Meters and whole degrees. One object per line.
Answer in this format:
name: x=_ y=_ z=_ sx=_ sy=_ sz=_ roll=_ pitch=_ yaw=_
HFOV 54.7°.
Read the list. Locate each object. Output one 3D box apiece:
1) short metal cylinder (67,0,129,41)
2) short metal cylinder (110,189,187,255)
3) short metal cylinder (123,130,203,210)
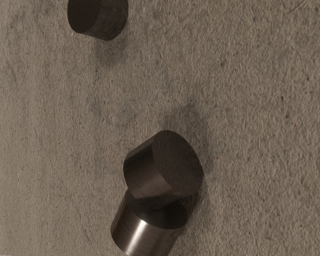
short metal cylinder: x=-0.094 y=-0.176 z=0.463 sx=0.080 sy=0.050 sz=0.079 roll=0 pitch=90 yaw=39
short metal cylinder: x=-0.014 y=0.114 z=0.379 sx=0.080 sy=0.081 sz=0.050 roll=37 pitch=113 yaw=33
short metal cylinder: x=0.004 y=0.049 z=0.364 sx=0.050 sy=0.081 sz=0.080 roll=-35 pitch=69 yaw=34
